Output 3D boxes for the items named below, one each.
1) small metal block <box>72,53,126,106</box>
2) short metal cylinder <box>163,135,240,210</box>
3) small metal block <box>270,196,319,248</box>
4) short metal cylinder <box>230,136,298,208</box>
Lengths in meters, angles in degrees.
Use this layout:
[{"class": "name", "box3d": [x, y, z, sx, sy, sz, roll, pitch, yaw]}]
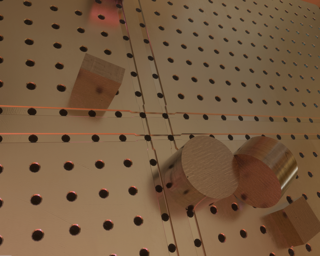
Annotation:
[{"class": "small metal block", "box3d": [-0.077, -0.059, 0.387, 0.050, 0.050, 0.025, 20, 54, -17]}, {"class": "short metal cylinder", "box3d": [0.051, 0.056, 0.385, 0.081, 0.050, 0.080, 14, 56, -21]}, {"class": "small metal block", "box3d": [0.191, 0.130, 0.432, 0.050, 0.025, 0.050, -16, 70, -35]}, {"class": "short metal cylinder", "box3d": [0.131, 0.057, 0.408, 0.050, 0.080, 0.080, -33, 81, -38]}]
